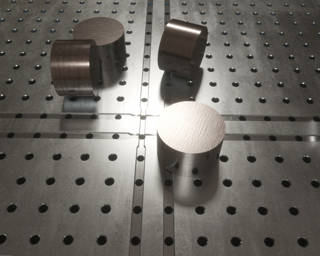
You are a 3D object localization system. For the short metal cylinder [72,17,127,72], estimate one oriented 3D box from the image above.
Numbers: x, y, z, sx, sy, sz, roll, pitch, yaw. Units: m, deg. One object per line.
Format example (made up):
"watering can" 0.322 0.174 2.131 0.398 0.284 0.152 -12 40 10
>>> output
"short metal cylinder" -0.097 -0.137 0.506 0.081 0.050 0.080 0 50 0

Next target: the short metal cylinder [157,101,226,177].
"short metal cylinder" 0.036 0.013 0.381 0.081 0.050 0.080 0 50 0

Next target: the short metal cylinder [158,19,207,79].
"short metal cylinder" 0.036 -0.121 0.474 0.050 0.080 0.080 19 53 15

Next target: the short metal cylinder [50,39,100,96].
"short metal cylinder" -0.118 -0.085 0.442 0.050 0.080 0.080 -1 50 -1
